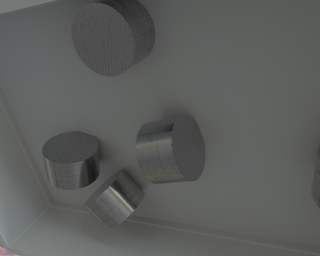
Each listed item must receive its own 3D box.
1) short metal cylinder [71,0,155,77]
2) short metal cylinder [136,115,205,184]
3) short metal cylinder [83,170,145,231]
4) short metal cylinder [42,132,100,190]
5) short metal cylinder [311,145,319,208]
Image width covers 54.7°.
[{"bbox_3d":[-0.052,-0.106,0.355,0.080,0.050,0.079,13,124,21],"label":"short metal cylinder"},{"bbox_3d":[0.015,0.027,0.382,0.050,0.080,0.080,-11,113,33],"label":"short metal cylinder"},{"bbox_3d":[-0.070,0.110,0.479,0.050,0.080,0.080,48,129,-6],"label":"short metal cylinder"},{"bbox_3d":[-0.134,0.048,0.474,0.080,0.080,0.050,16,125,19],"label":"short metal cylinder"},{"bbox_3d":[0.194,0.049,0.301,0.080,0.080,0.050,7,122,24],"label":"short metal cylinder"}]
